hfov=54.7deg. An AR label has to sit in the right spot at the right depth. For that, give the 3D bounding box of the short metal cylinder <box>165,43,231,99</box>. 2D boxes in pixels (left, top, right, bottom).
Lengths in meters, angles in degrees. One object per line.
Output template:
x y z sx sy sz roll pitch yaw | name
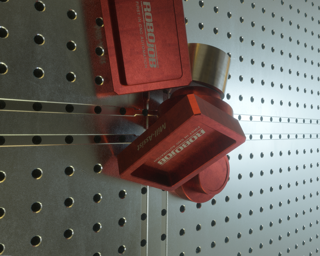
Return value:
0.051 -0.071 0.417 0.080 0.080 0.050 23 74 -38 | short metal cylinder

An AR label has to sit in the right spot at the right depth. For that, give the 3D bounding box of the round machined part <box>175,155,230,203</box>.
0.065 0.062 0.455 0.099 0.042 0.097 0 90 -40 | round machined part

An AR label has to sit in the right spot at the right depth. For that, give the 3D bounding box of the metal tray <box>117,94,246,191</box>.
0.023 0.025 0.367 0.090 0.130 0.030 24 37 -38 | metal tray

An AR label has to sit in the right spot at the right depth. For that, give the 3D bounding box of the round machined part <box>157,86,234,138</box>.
0.046 -0.020 0.405 0.098 0.098 0.042 26 58 -37 | round machined part

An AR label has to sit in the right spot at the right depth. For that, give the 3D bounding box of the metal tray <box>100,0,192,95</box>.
-0.015 -0.108 0.357 0.030 0.090 0.129 -49 132 -80 | metal tray
